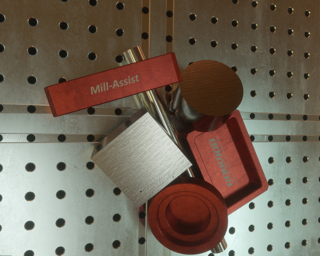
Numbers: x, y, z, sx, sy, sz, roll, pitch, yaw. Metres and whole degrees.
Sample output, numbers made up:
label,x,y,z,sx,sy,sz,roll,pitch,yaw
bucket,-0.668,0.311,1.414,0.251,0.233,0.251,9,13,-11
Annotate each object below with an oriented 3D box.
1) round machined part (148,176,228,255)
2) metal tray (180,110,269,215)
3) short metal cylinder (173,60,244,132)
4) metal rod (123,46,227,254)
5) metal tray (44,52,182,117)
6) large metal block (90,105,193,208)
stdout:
label,x,y,z,sx,sy,sz,roll,pitch,yaw
round machined part,0.036,0.108,0.398,0.098,0.042,0.097,2,104,9
metal tray,0.091,0.048,0.440,0.091,0.030,0.129,-27,99,-18
short metal cylinder,0.060,-0.041,0.402,0.081,0.050,0.080,3,66,-7
metal rod,0.024,0.035,0.417,0.025,0.025,0.299,-27,99,-18
metal tray,-0.049,-0.047,0.341,0.131,0.090,0.030,-17,98,-5
large metal block,-0.022,0.032,0.368,0.080,0.050,0.080,-39,104,3
